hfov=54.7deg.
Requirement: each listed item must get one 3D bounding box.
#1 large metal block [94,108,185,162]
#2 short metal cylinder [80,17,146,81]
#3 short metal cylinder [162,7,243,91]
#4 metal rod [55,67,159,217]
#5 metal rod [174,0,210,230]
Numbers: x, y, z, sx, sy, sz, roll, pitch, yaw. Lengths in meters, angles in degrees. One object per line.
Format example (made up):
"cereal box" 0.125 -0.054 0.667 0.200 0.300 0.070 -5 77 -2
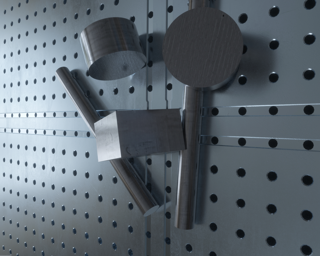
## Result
"large metal block" -0.028 0.010 0.381 0.080 0.081 0.050 -18 78 60
"short metal cylinder" -0.064 -0.106 0.427 0.080 0.081 0.050 -27 73 37
"short metal cylinder" 0.047 -0.081 0.334 0.080 0.050 0.079 0 92 12
"metal rod" -0.093 0.006 0.486 0.300 0.025 0.025 52 121 27
"metal rod" 0.039 -0.027 0.376 0.025 0.025 0.298 6 94 40
